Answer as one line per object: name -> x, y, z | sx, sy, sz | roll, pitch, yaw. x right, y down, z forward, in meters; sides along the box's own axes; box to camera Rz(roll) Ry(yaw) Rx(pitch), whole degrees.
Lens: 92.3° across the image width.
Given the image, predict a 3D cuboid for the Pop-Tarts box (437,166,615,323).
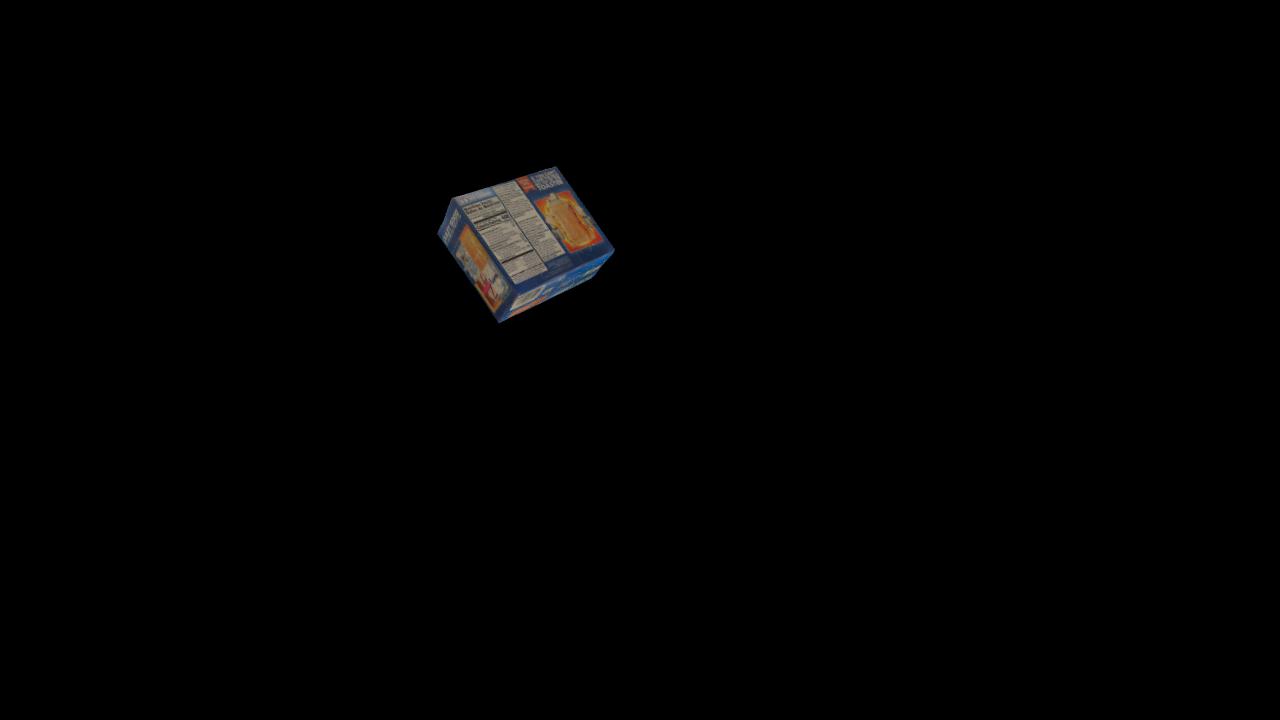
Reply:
Pop-Tarts box -> -0.143, -0.150, 0.786 | 0.167, 0.141, 0.083 | -34, -2, -40
